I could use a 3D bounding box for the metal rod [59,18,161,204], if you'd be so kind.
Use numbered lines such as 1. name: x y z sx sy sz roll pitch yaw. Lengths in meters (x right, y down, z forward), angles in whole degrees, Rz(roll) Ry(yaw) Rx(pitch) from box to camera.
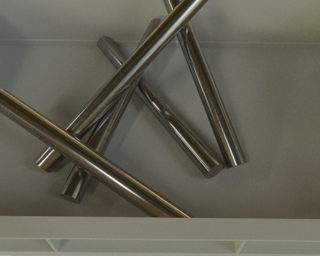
1. metal rod: -0.051 -0.043 0.415 0.025 0.025 0.300 15 59 12

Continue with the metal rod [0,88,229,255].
1. metal rod: -0.064 0.043 0.334 0.301 0.025 0.025 32 56 11

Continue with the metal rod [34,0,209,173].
1. metal rod: -0.040 -0.067 0.382 0.025 0.025 0.300 39 84 27

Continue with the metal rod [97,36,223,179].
1. metal rod: -0.016 -0.047 0.444 0.025 0.025 0.300 -25 55 -20

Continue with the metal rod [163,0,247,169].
1. metal rod: 0.046 -0.093 0.406 0.025 0.025 0.299 -16 76 -13
